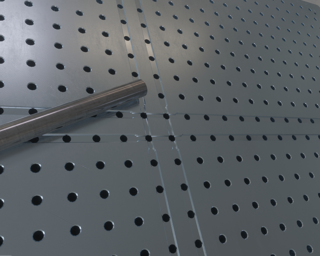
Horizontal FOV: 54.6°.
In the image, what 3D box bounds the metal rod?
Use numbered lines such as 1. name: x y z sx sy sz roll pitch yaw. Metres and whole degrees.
1. metal rod: -0.135 -0.003 0.337 0.302 0.025 0.025 -26 76 -37
